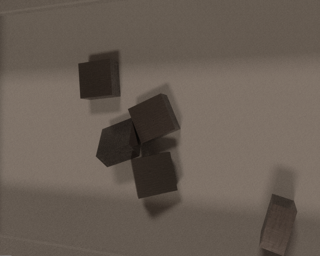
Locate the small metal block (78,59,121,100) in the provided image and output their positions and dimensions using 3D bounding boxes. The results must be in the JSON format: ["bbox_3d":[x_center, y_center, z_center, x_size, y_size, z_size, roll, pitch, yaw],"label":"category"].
[{"bbox_3d":[-0.086,-0.068,0.440,0.050,0.025,0.050,-4,89,19],"label":"small metal block"}]

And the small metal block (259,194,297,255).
[{"bbox_3d":[0.133,0.107,0.350,0.025,0.050,0.050,16,96,19],"label":"small metal block"}]

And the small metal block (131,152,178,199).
[{"bbox_3d":[-0.008,0.060,0.402,0.050,0.025,0.050,-11,87,-9],"label":"small metal block"}]

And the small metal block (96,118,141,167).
[{"bbox_3d":[-0.053,0.019,0.413,0.050,0.025,0.050,-20,40,20],"label":"small metal block"}]

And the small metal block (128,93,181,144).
[{"bbox_3d":[-0.008,-0.012,0.412,0.050,0.025,0.050,-24,82,18],"label":"small metal block"}]
